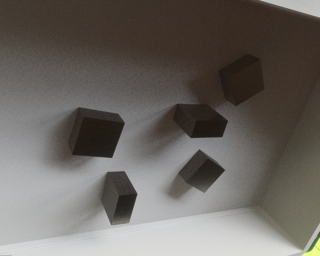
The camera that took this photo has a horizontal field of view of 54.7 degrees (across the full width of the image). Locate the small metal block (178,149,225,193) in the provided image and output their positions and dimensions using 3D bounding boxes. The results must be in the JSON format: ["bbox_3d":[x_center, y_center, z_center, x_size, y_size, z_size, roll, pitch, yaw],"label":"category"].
[{"bbox_3d":[0.066,0.068,0.487,0.050,0.025,0.050,-49,129,7],"label":"small metal block"}]

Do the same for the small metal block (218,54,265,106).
[{"bbox_3d":[0.114,-0.066,0.430,0.050,0.025,0.050,-30,129,-9],"label":"small metal block"}]

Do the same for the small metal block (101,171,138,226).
[{"bbox_3d":[-0.057,0.094,0.420,0.025,0.050,0.050,2,118,-30],"label":"small metal block"}]

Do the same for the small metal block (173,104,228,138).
[{"bbox_3d":[0.053,-0.010,0.415,0.050,0.050,0.025,-1,119,-28],"label":"small metal block"}]

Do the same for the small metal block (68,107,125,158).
[{"bbox_3d":[-0.077,0.007,0.371,0.050,0.025,0.050,9,114,-32],"label":"small metal block"}]
